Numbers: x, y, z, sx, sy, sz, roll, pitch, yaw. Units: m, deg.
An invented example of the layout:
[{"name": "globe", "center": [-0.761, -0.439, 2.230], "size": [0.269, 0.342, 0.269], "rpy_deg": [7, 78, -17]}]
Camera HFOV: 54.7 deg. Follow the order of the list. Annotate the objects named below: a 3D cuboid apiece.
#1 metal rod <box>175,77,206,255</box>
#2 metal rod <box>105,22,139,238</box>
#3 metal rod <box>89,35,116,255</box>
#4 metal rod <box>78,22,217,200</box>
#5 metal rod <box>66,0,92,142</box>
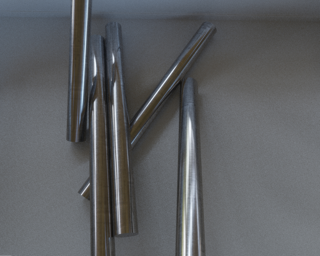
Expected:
[{"name": "metal rod", "center": [0.031, 0.042, 0.325], "size": [0.025, 0.025, 0.300], "rpy_deg": [4, 43, 1]}, {"name": "metal rod", "center": [-0.052, -0.019, 0.393], "size": [0.025, 0.025, 0.299], "rpy_deg": [-6, 62, -3]}, {"name": "metal rod", "center": [-0.076, 0.003, 0.386], "size": [0.025, 0.025, 0.299], "rpy_deg": [-6, 62, -3]}, {"name": "metal rod", "center": [-0.008, -0.032, 0.421], "size": [0.025, 0.025, 0.300], "rpy_deg": [32, 73, 10]}, {"name": "metal rod", "center": [-0.097, -0.130, 0.377], "size": [0.025, 0.025, 0.298], "rpy_deg": [5, 101, 1]}]
